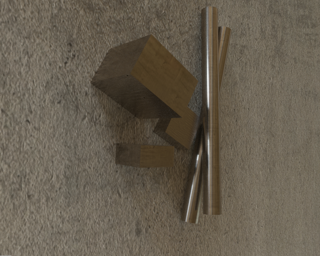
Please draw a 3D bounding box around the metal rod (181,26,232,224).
[{"bbox_3d":[0.071,-0.011,0.466,0.025,0.025,0.299,19,78,-39],"label":"metal rod"}]

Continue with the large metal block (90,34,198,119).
[{"bbox_3d":[-0.018,-0.053,0.355,0.080,0.080,0.050,38,67,-34],"label":"large metal block"}]

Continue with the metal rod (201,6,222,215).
[{"bbox_3d":[0.073,-0.031,0.444,0.025,0.025,0.298,10,77,-40],"label":"metal rod"}]

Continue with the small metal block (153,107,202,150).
[{"bbox_3d":[0.025,-0.004,0.428,0.050,0.025,0.050,38,67,-34],"label":"small metal block"}]

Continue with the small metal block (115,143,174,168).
[{"bbox_3d":[-0.019,0.033,0.375,0.050,0.050,0.025,5,87,-40],"label":"small metal block"}]
